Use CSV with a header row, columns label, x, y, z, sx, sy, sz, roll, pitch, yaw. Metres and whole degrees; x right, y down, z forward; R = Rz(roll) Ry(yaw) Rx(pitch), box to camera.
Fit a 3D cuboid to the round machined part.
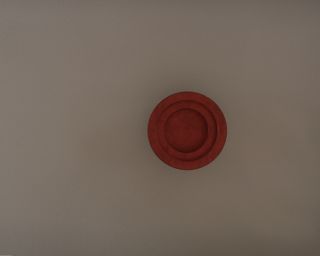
label,x,y,z,sx,sy,sz,roll,pitch,yaw
round machined part,0.034,0.003,0.403,0.099,0.042,0.097,0,90,-1
